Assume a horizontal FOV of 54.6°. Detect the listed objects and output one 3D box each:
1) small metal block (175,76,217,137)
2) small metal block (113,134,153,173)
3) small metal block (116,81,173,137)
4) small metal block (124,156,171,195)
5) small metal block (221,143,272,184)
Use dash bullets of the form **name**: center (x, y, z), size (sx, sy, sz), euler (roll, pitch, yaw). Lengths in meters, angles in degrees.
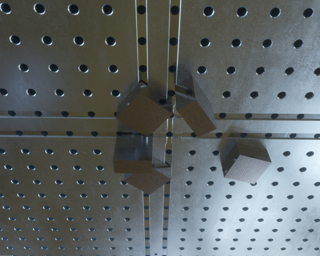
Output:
- **small metal block**: center (0.042, -0.026, 0.373), size (0.025, 0.050, 0.050), euler (-27, 125, 21)
- **small metal block**: center (-0.035, 0.035, 0.424), size (0.050, 0.050, 0.025), euler (1, 130, -1)
- **small metal block**: center (-0.019, -0.023, 0.392), size (0.050, 0.025, 0.050), euler (32, 123, -25)
- **small metal block**: center (-0.018, 0.069, 0.470), size (0.050, 0.025, 0.050), euler (34, 122, -26)
- **small metal block**: center (0.126, 0.053, 0.457), size (0.050, 0.025, 0.050), euler (14, 129, -12)
